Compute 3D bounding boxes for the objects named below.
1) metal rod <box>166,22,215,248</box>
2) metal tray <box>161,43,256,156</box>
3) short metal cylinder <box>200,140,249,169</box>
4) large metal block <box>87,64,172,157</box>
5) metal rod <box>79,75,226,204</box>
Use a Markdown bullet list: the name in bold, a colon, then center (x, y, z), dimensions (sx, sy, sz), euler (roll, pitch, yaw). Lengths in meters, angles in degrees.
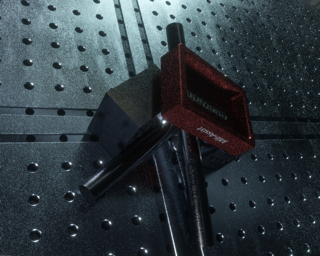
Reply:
- **metal rod**: center (0.036, -0.005, 0.403), dimensions (0.025, 0.025, 0.299), euler (4, 69, -27)
- **metal tray**: center (0.058, -0.030, 0.366), dimensions (0.131, 0.030, 0.090), euler (26, 50, -36)
- **short metal cylinder**: center (0.081, 0.011, 0.430), dimensions (0.081, 0.050, 0.080), euler (14, 56, -21)
- **large metal block**: center (-0.030, -0.019, 0.369), dimensions (0.050, 0.080, 0.080), euler (47, 51, 4)
- **metal rod**: center (0.014, -0.004, 0.420), dimensions (0.025, 0.025, 0.302), euler (47, 51, 4)
